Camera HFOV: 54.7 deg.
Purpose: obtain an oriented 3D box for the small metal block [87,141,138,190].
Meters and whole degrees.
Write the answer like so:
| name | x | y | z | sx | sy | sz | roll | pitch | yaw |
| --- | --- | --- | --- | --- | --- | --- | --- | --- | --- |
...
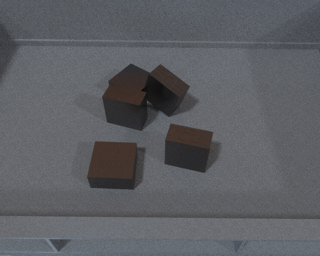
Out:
| name | x | y | z | sx | sy | sz | roll | pitch | yaw |
| --- | --- | --- | --- | --- | --- | --- | --- | --- | --- |
| small metal block | -0.054 | 0.044 | 0.367 | 0.050 | 0.025 | 0.050 | 2 | 50 | 1 |

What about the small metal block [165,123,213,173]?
| name | x | y | z | sx | sy | sz | roll | pitch | yaw |
| --- | --- | --- | --- | --- | --- | --- | --- | --- | --- |
| small metal block | 0.033 | 0.025 | 0.369 | 0.050 | 0.050 | 0.025 | 12 | 51 | 9 |

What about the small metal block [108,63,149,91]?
| name | x | y | z | sx | sy | sz | roll | pitch | yaw |
| --- | --- | --- | --- | --- | --- | --- | --- | --- | --- |
| small metal block | -0.039 | -0.064 | 0.458 | 0.050 | 0.025 | 0.050 | 29 | 56 | 22 |

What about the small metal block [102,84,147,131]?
| name | x | y | z | sx | sy | sz | roll | pitch | yaw |
| --- | --- | --- | --- | --- | --- | --- | --- | --- | --- |
| small metal block | -0.045 | -0.027 | 0.411 | 0.050 | 0.050 | 0.025 | 14 | 52 | 11 |

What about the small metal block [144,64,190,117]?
| name | x | y | z | sx | sy | sz | roll | pitch | yaw |
| --- | --- | --- | --- | --- | --- | --- | --- | --- | --- |
| small metal block | 0.007 | -0.050 | 0.423 | 0.050 | 0.050 | 0.025 | 38 | 58 | 8 |
